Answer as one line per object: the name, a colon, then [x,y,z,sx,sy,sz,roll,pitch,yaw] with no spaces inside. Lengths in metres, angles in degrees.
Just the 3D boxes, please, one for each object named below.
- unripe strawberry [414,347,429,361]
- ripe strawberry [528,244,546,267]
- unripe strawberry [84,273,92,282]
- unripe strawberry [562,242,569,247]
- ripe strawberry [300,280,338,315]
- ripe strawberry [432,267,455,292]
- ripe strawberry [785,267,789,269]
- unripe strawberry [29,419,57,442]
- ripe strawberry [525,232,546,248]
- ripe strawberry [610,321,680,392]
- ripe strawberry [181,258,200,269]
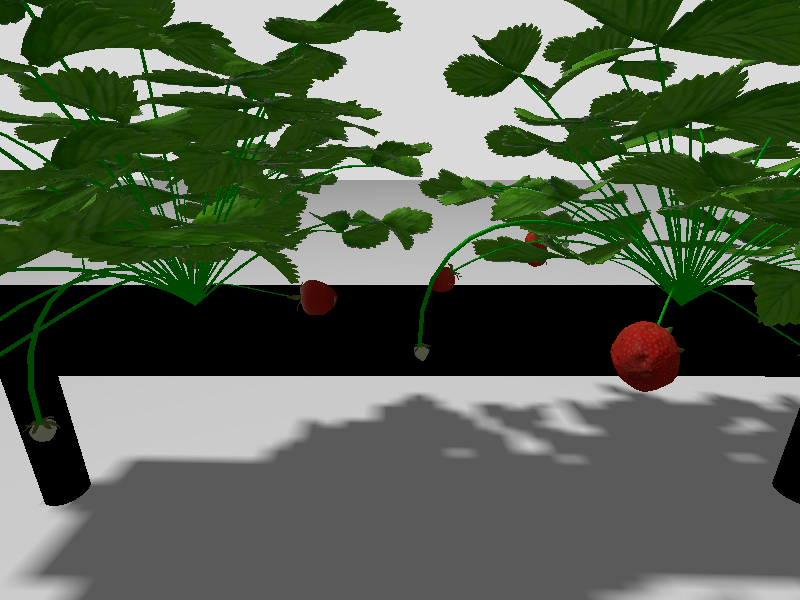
unripe strawberry: [0.014,0.035,0.261,0.010,0.010,0.011,-8,20,-23]
ripe strawberry: [0.172,-0.058,0.515,0.029,0.030,0.031,-10,20,-28]
unripe strawberry: [-0.333,-0.024,0.426,0.010,0.010,0.009,8,20,22]
unripe strawberry: [0.238,-0.079,0.578,0.010,0.011,0.011,-2,19,-5]
ripe strawberry: [-0.069,-0.001,0.339,0.030,0.032,0.028,5,19,12]
ripe strawberry: [0.043,-0.020,0.406,0.027,0.023,0.027,-38,8,20]
ripe strawberry: [0.386,-0.020,0.404,0.028,0.028,0.027,-5,19,-17]
unripe strawberry: [-0.161,0.059,0.181,0.009,0.010,0.010,-3,19,-8]
ripe strawberry: [0.201,-0.088,0.598,0.033,0.035,0.035,-4,11,-13]
ripe strawberry: [0.137,0.033,0.225,0.034,0.039,0.037,15,24,38]
ripe strawberry: [-0.259,-0.056,0.506,0.030,0.032,0.033,-9,20,-24]
